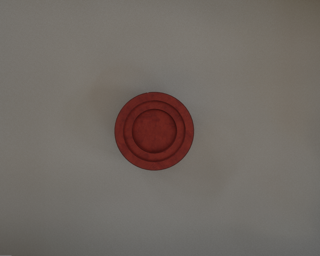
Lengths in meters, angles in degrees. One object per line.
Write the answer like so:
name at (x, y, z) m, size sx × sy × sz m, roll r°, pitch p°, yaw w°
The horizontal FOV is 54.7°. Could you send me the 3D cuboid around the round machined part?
round machined part at (-0.007, 0.004, 0.403) m, size 0.099 × 0.042 × 0.097 m, roll 0°, pitch 90°, yaw -1°
